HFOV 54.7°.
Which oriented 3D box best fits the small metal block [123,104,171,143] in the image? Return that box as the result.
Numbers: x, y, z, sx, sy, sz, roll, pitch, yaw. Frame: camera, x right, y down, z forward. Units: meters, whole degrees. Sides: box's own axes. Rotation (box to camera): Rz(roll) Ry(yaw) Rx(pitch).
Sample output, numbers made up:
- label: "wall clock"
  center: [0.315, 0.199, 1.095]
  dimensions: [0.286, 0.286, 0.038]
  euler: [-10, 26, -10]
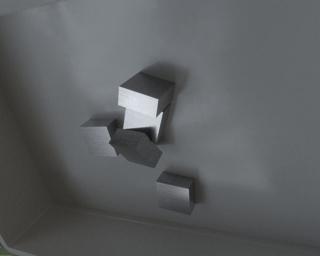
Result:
- label: "small metal block"
  center: [-0.018, -0.015, 0.409]
  dimensions: [0.050, 0.025, 0.050]
  euler: [23, 127, 14]

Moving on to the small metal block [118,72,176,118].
- label: "small metal block"
  center: [-0.015, -0.042, 0.375]
  dimensions: [0.050, 0.050, 0.025]
  euler: [20, 126, 16]

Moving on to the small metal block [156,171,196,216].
- label: "small metal block"
  center: [0.024, 0.096, 0.455]
  dimensions: [0.050, 0.025, 0.050]
  euler: [8, 122, 24]

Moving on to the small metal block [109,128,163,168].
- label: "small metal block"
  center: [-0.033, 0.027, 0.423]
  dimensions: [0.050, 0.025, 0.050]
  euler: [9, 151, 39]

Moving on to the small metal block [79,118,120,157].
- label: "small metal block"
  center: [-0.085, 0.014, 0.462]
  dimensions: [0.050, 0.025, 0.050]
  euler: [-1, 118, 28]
